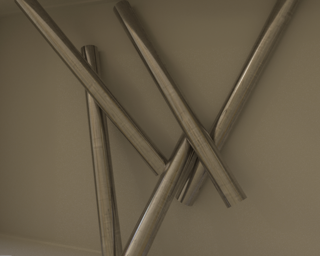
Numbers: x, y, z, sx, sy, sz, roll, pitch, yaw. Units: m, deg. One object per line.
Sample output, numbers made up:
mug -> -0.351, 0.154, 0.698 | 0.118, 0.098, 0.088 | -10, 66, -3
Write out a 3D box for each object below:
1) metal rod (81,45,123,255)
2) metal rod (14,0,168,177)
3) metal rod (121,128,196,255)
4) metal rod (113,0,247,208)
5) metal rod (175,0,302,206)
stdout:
metal rod -> -0.078, 0.028, 0.408 | 0.025, 0.025, 0.299 | -15, 74, 19
metal rod -> -0.090, -0.061, 0.406 | 0.025, 0.025, 0.300 | -41, 85, 15
metal rod -> -0.022, 0.124, 0.331 | 0.025, 0.025, 0.300 | 19, 62, 19
metal rod -> 0.016, -0.042, 0.386 | 0.025, 0.025, 0.299 | -34, 72, 17
metal rod -> 0.096, -0.039, 0.376 | 0.025, 0.025, 0.298 | 29, 99, 17
